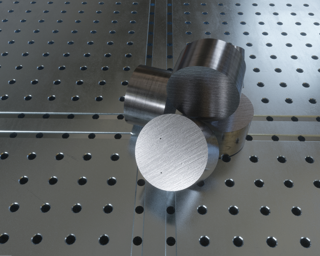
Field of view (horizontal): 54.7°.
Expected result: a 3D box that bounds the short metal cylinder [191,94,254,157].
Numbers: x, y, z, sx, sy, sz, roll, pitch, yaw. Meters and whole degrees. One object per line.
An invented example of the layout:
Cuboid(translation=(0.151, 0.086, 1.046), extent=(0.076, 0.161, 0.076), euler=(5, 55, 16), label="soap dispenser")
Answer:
Cuboid(translation=(0.074, -0.009, 0.398), extent=(0.081, 0.050, 0.080), euler=(0, 49, 0), label="short metal cylinder")

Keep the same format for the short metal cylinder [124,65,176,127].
Cuboid(translation=(-0.008, -0.038, 0.403), extent=(0.050, 0.080, 0.080), euler=(15, 52, 12), label="short metal cylinder")

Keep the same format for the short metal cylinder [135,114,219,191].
Cuboid(translation=(0.020, 0.026, 0.342), extent=(0.080, 0.050, 0.080), euler=(-1, 87, 23), label="short metal cylinder")

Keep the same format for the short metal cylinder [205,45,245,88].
Cuboid(translation=(0.076, -0.081, 0.431), extent=(0.080, 0.080, 0.050), euler=(2, 90, 1), label="short metal cylinder")

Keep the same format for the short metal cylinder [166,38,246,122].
Cuboid(translation=(0.053, -0.053, 0.350), extent=(0.080, 0.080, 0.050), euler=(14, 51, 11), label="short metal cylinder")
